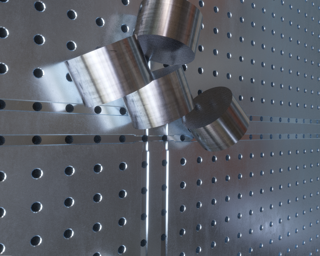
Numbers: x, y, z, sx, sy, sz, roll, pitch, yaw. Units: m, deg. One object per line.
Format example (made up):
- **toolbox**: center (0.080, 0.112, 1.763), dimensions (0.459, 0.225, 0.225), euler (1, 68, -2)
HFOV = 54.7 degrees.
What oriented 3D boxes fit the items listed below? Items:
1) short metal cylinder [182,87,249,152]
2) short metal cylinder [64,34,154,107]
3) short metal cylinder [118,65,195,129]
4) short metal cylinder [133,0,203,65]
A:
- **short metal cylinder**: center (0.078, -0.013, 0.442), dimensions (0.050, 0.080, 0.080), euler (48, 61, -30)
- **short metal cylinder**: center (-0.053, -0.062, 0.330), dimensions (0.081, 0.080, 0.050), euler (-34, 112, -35)
- **short metal cylinder**: center (-0.004, -0.038, 0.372), dimensions (0.081, 0.080, 0.050), euler (-33, 111, -35)
- **short metal cylinder**: center (0.008, -0.118, 0.382), dimensions (0.080, 0.080, 0.050), euler (21, 77, -39)
